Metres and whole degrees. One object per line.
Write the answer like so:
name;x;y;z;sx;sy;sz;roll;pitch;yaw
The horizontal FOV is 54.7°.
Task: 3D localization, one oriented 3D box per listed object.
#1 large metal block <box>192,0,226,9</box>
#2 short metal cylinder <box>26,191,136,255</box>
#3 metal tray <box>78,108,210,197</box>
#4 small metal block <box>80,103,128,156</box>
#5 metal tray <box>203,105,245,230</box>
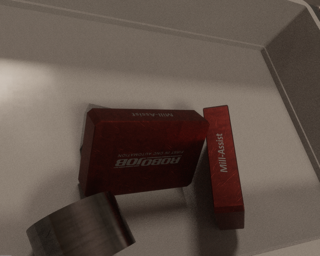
large metal block;0.093;-0.293;0.624;0.081;0.050;0.080;-26;76;-37
short metal cylinder;-0.069;0.097;0.275;0.081;0.080;0.050;-17;71;-35
metal tray;-0.017;0.026;0.339;0.131;0.089;0.030;-1;28;-29
small metal block;-0.065;0.003;0.370;0.050;0.025;0.050;12;57;-22
metal tray;0.078;0.049;0.378;0.030;0.090;0.130;-8;59;11
